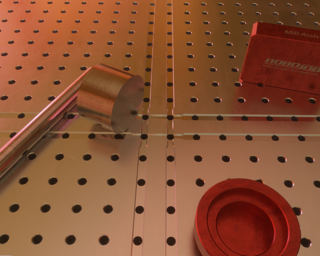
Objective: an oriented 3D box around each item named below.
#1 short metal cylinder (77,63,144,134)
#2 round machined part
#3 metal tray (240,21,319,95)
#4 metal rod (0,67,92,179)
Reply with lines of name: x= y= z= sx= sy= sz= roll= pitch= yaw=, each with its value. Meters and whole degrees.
short metal cylinder: x=-0.062 y=-0.038 z=0.404 sx=0.050 sy=0.080 sz=0.080 roll=22 pitch=54 yaw=17
round machined part: x=0.083 y=0.103 z=0.310 sx=0.099 sy=0.042 sz=0.098 roll=0 pitch=50 yaw=0
metal tray: x=0.191 y=-0.098 z=0.447 sx=0.131 sy=0.090 sz=0.030 roll=12 pitch=56 yaw=10
metal rod: x=-0.173 y=0.018 z=0.391 sx=0.025 sy=0.025 sz=0.301 roll=23 pitch=54 yaw=18
